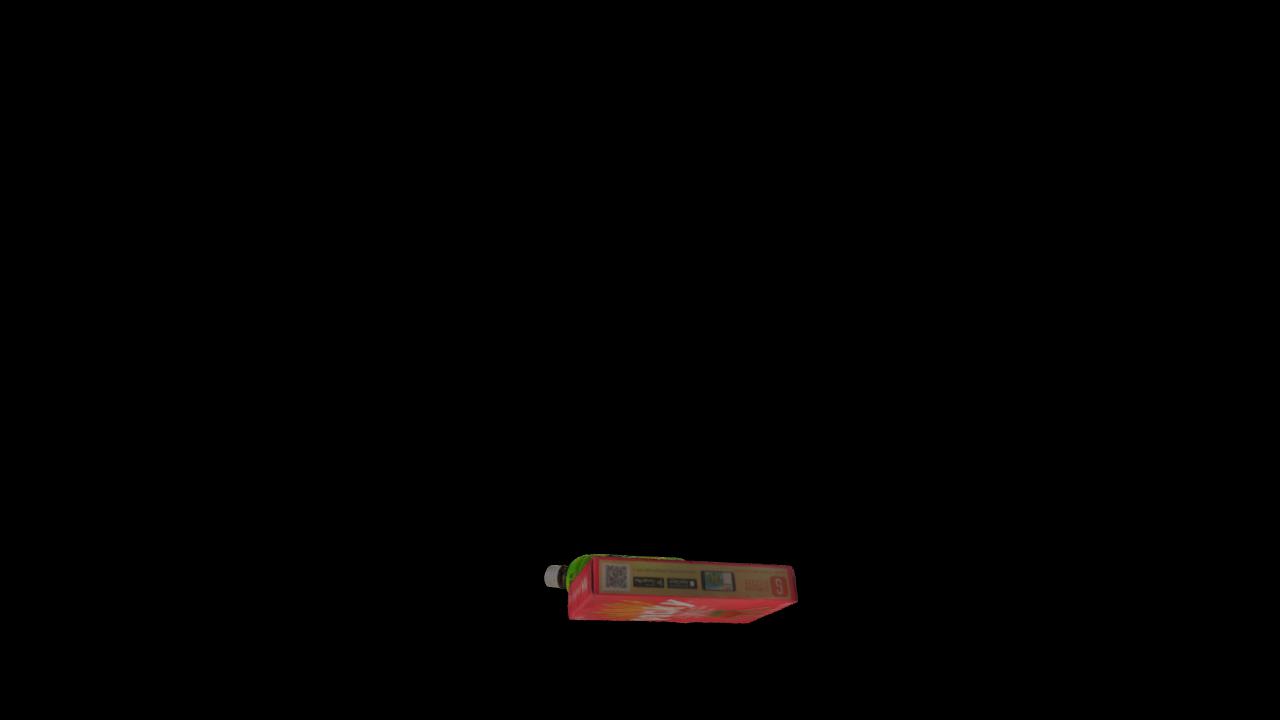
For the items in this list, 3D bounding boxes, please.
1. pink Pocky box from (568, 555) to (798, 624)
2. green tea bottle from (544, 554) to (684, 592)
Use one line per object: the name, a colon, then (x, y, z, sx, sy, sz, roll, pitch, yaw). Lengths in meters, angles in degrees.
pink Pocky box: (0.029, 0.174, 0.460, 0.155, 0.029, 0.084, 8, -35, -15)
green tea bottle: (-0.037, 0.307, 0.858, 0.212, 0.073, 0.073, -4, -2, 23)
